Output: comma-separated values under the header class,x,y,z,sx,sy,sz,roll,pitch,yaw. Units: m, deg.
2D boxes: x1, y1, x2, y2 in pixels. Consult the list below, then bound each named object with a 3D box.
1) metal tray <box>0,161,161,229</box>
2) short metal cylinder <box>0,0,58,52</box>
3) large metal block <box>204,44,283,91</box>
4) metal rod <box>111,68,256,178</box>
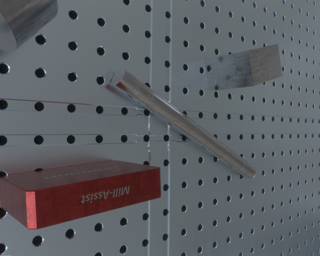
class,x,y,z,sx,sy,sz,roll,pitch,yaw
metal tray,-0.075,0.058,0.303,0.131,0.090,0.030,-4,93,-40
short metal cylinder,-0.135,-0.112,0.260,0.080,0.080,0.050,51,60,-28
large metal block,0.130,-0.094,0.482,0.081,0.080,0.050,-21,104,-38
metal rod,0.053,0.008,0.453,0.301,0.025,0.025,34,69,-35
